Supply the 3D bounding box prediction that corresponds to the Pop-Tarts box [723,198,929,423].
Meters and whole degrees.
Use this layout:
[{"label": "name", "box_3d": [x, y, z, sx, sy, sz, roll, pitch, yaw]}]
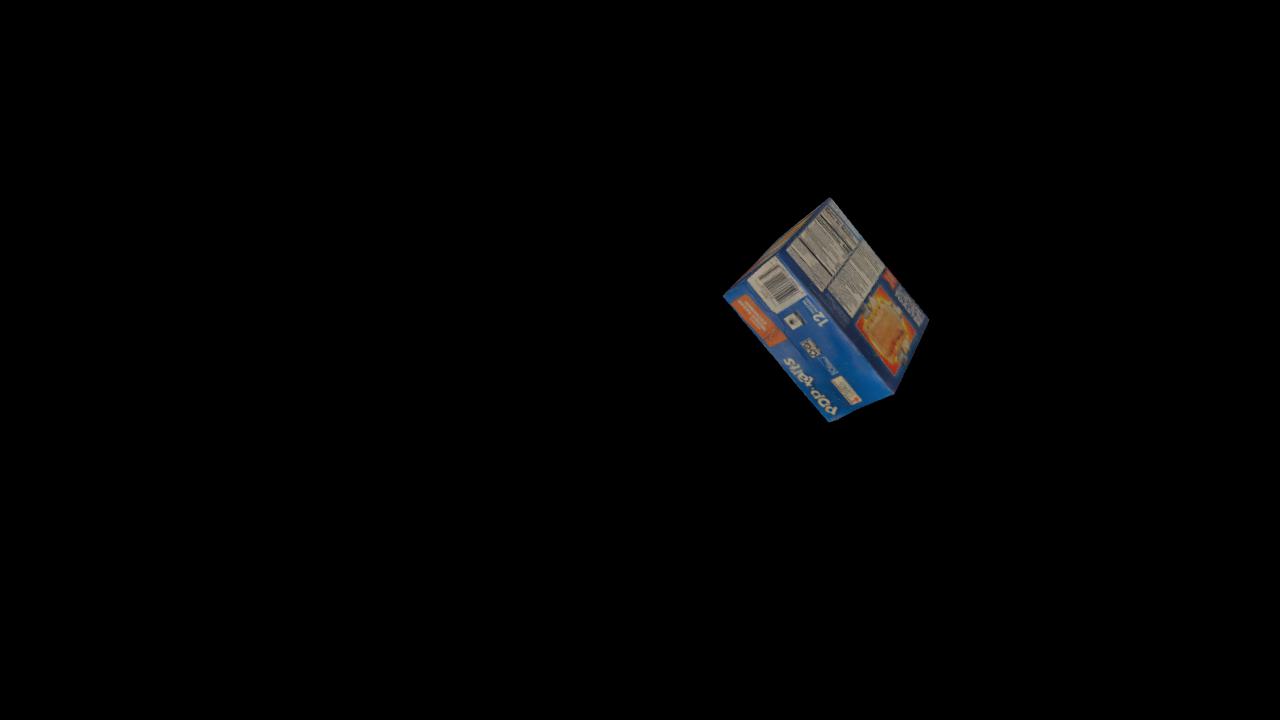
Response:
[{"label": "Pop-Tarts box", "box_3d": [0.189, -0.051, 0.614, 0.141, 0.167, 0.083, -45, 6, -41]}]
